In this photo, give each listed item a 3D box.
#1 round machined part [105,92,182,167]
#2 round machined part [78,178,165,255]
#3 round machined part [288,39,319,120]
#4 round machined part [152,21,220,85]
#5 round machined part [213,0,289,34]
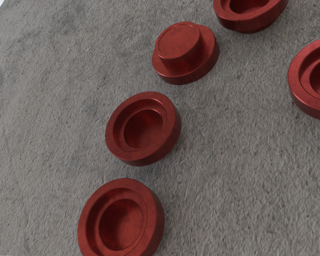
[{"bbox_3d":[-0.018,0.005,0.400,0.098,0.042,0.098,-13,56,21],"label":"round machined part"},{"bbox_3d":[-0.039,0.109,0.347,0.098,0.042,0.098,-13,56,21],"label":"round machined part"},{"bbox_3d":[0.188,-0.047,0.323,0.098,0.042,0.098,-13,56,21],"label":"round machined part"},{"bbox_3d":[0.032,-0.114,0.446,0.098,0.042,0.098,-13,56,21],"label":"round machined part"},{"bbox_3d":[0.127,-0.171,0.431,0.098,0.042,0.098,-13,56,21],"label":"round machined part"}]
